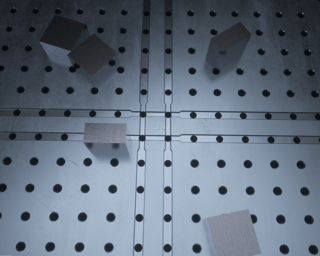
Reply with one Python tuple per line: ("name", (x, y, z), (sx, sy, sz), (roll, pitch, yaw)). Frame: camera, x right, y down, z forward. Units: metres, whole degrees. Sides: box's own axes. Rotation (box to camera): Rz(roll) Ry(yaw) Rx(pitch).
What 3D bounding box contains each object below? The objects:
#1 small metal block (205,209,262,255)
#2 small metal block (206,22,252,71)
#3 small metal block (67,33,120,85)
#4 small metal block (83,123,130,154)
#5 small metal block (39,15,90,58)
("small metal block", (0.085, 0.127, 0.366), (0.050, 0.025, 0.050), (-11, 70, -4))
("small metal block", (0.096, -0.116, 0.442), (0.050, 0.050, 0.025), (-32, 74, -11))
("small metal block", (-0.095, -0.100, 0.447), (0.050, 0.025, 0.050), (41, 75, 13))
("small metal block", (-0.065, 0.014, 0.393), (0.050, 0.050, 0.025), (1, 70, 0))
("small metal block", (-0.140, -0.134, 0.459), (0.050, 0.025, 0.050), (18, 71, 6))
